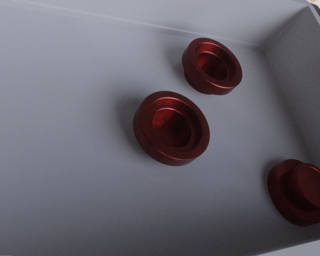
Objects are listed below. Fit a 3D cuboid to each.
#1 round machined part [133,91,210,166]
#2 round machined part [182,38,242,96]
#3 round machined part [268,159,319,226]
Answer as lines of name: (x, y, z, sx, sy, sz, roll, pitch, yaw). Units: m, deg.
round machined part: (0.011, 0.004, 0.398, 0.099, 0.042, 0.098, 14, 56, -21)
round machined part: (0.078, -0.092, 0.492, 0.099, 0.042, 0.098, 14, 56, -21)
round machined part: (0.211, 0.090, 0.453, 0.099, 0.042, 0.098, 14, 56, -21)
